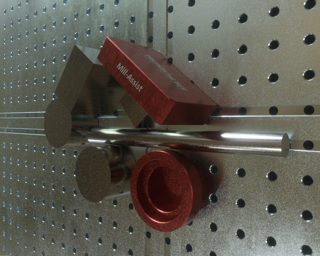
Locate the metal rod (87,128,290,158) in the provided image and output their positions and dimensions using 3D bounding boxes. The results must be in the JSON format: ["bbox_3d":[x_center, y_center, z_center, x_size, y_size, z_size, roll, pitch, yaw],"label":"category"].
[{"bbox_3d":[0.009,0.015,0.402,0.300,0.025,0.025,1,91,40],"label":"metal rod"}]

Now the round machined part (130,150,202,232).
[{"bbox_3d":[0.012,0.075,0.389,0.098,0.042,0.097,0,90,40],"label":"round machined part"}]

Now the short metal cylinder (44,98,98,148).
[{"bbox_3d":[-0.149,-0.008,0.515,0.080,0.050,0.080,0,90,40],"label":"short metal cylinder"}]

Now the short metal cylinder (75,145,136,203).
[{"bbox_3d":[-0.080,0.066,0.459,0.080,0.050,0.080,0,90,40],"label":"short metal cylinder"}]

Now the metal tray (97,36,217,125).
[{"bbox_3d":[-0.004,-0.056,0.370,0.130,0.091,0.030,48,119,29],"label":"metal tray"}]

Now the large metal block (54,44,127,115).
[{"bbox_3d":[-0.093,-0.066,0.451,0.050,0.081,0.080,46,117,29],"label":"large metal block"}]

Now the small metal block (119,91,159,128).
[{"bbox_3d":[-0.023,-0.035,0.429,0.050,0.025,0.050,-46,63,30],"label":"small metal block"}]
